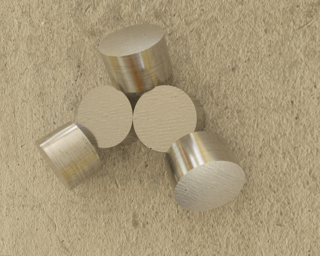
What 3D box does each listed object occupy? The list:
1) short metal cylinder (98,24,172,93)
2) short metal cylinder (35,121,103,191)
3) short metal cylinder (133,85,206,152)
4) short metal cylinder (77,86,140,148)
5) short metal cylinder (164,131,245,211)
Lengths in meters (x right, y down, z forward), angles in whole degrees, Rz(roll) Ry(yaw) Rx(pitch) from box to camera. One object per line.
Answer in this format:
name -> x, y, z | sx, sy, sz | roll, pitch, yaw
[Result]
short metal cylinder -> -0.029, -0.088, 0.385 | 0.080, 0.080, 0.050 | 2, 133, 20
short metal cylinder -> -0.123, 0.038, 0.418 | 0.050, 0.080, 0.080 | -36, 75, -24
short metal cylinder -> 0.013, -0.011, 0.392 | 0.080, 0.050, 0.080 | 0, 90, 20
short metal cylinder -> -0.063, -0.014, 0.419 | 0.080, 0.050, 0.080 | 0, 90, 20
short metal cylinder -> 0.050, 0.050, 0.357 | 0.080, 0.080, 0.050 | -39, 36, 16
